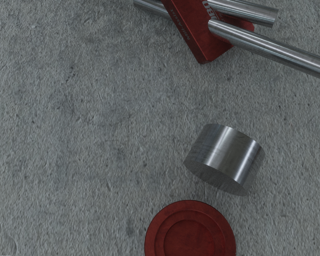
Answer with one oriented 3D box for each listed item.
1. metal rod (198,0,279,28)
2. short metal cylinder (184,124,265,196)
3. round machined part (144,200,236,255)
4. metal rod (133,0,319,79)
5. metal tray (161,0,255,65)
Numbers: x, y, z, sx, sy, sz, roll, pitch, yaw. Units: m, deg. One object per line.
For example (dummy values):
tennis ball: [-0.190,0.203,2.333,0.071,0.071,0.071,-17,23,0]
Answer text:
metal rod: [0.016,-0.195,0.446,0.301,0.025,0.025,20,71,14]
short metal cylinder: [0.075,0.038,0.366,0.080,0.080,0.050,28,73,10]
round machined part: [0.033,0.133,0.351,0.099,0.042,0.098,0,70,0]
metal rod: [0.088,-0.133,0.426,0.300,0.025,0.025,29,72,22]
metal tray: [0.064,-0.168,0.437,0.090,0.030,0.130,-36,103,-12]
